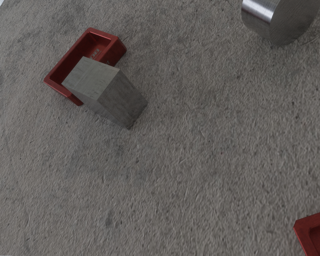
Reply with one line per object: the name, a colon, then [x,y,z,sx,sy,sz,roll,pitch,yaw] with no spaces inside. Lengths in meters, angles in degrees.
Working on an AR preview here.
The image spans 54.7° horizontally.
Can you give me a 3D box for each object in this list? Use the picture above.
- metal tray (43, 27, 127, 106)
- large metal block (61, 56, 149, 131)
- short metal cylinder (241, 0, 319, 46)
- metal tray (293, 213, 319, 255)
metal tray: [-0.130,-0.109,0.535,0.090,0.030,0.130,30,78,37]
large metal block: [-0.076,-0.049,0.439,0.080,0.080,0.050,25,76,37]
short metal cylinder: [0.149,-0.150,0.382,0.080,0.080,0.050,-40,51,1]
metal tray: [0.187,0.098,0.241,0.130,0.030,0.090,-24,53,13]
